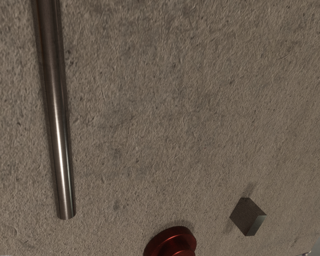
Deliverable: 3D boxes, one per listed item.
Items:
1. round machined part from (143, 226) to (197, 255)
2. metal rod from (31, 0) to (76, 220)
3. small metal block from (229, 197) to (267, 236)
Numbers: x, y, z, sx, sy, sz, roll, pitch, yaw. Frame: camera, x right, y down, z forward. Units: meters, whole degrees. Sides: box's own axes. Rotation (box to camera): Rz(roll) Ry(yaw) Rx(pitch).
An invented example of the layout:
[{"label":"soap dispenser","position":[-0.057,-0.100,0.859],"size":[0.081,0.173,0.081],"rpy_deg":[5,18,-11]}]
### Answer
[{"label":"round machined part","position":[0.024,0.226,0.551],"size":[0.099,0.042,0.097],"rpy_deg":[-14,125,-21]},{"label":"metal rod","position":[-0.112,-0.017,0.335],"size":[0.025,0.025,0.298],"rpy_deg":[-10,123,-24]},{"label":"small metal block","position":[0.167,0.168,0.589],"size":[0.025,0.050,0.050],"rpy_deg":[10,113,-33]}]
